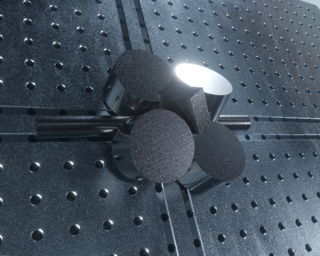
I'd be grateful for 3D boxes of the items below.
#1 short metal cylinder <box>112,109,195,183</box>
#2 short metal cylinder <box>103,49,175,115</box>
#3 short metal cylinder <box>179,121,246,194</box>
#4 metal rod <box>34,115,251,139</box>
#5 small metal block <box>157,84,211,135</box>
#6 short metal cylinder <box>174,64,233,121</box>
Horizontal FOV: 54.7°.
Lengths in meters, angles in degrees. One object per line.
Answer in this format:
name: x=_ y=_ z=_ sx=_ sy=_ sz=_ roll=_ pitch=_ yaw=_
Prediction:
short metal cylinder: x=-0.008 y=0.022 z=0.354 sx=0.081 sy=0.050 sz=0.080 roll=5 pitch=80 yaw=-28
short metal cylinder: x=-0.028 y=-0.055 z=0.406 sx=0.081 sy=0.050 sz=0.080 roll=14 pitch=56 yaw=-21
short metal cylinder: x=0.061 y=0.038 z=0.397 sx=0.081 sy=0.050 sz=0.080 roll=14 pitch=56 yaw=-21
metal rod: x=-0.001 y=-0.004 z=0.405 sx=0.303 sy=0.025 sz=0.025 roll=-2 pitch=63 yaw=-29
small metal block: x=0.029 y=-0.023 z=0.372 sx=0.025 sy=0.050 sz=0.050 roll=-41 pitch=128 yaw=-33
short metal cylinder: x=0.052 y=-0.047 z=0.427 sx=0.081 sy=0.050 sz=0.080 roll=14 pitch=34 yaw=-9
